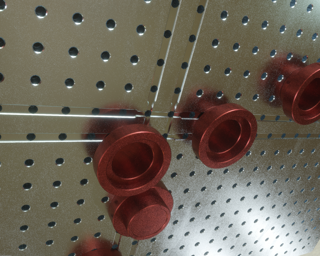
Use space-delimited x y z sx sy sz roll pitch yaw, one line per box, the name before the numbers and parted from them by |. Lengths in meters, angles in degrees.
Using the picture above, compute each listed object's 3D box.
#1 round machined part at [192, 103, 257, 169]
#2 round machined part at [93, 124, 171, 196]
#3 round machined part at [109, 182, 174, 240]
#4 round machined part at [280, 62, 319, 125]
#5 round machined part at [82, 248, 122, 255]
round machined part | 0.089 0.008 0.452 0.099 0.042 0.097 -14 124 -21
round machined part | -0.038 0.037 0.402 0.099 0.042 0.097 -14 124 -21
round machined part | -0.023 0.128 0.466 0.099 0.042 0.097 -14 124 -21
round machined part | 0.232 -0.057 0.490 0.099 0.042 0.097 -14 124 -21
round machined part | -0.099 0.244 0.496 0.099 0.042 0.097 -14 124 -21
